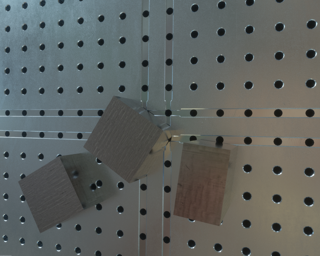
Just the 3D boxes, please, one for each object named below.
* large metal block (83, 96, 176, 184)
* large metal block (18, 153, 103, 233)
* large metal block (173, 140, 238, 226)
[{"bbox_3d":[-0.040,0.014,0.412,0.080,0.050,0.080,35,101,16],"label":"large metal block"},{"bbox_3d":[-0.143,0.092,0.448,0.080,0.050,0.080,-30,80,17],"label":"large metal block"},{"bbox_3d":[0.057,0.058,0.363,0.050,0.080,0.079,9,93,19],"label":"large metal block"}]
